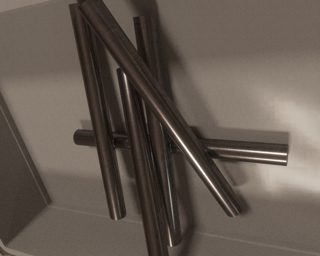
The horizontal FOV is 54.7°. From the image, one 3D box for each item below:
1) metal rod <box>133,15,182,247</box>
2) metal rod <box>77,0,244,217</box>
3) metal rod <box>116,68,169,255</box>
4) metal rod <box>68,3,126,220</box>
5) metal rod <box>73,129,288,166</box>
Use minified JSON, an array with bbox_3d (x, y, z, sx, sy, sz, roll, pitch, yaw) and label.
[{"bbox_3d":[0.000,0.017,0.387,0.025,0.025,0.298,2,110,27],"label":"metal rod"},{"bbox_3d":[0.012,-0.010,0.352,0.025,0.025,0.299,-23,112,36],"label":"metal rod"},{"bbox_3d":[-0.017,0.073,0.385,0.025,0.025,0.298,-10,90,32],"label":"metal rod"},{"bbox_3d":[-0.079,-0.008,0.417,0.025,0.025,0.298,3,112,26],"label":"metal rod"},{"bbox_3d":[0.009,0.023,0.416,0.301,0.025,0.025,4,120,26],"label":"metal rod"}]
